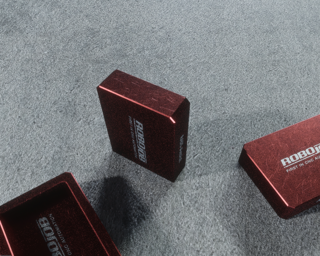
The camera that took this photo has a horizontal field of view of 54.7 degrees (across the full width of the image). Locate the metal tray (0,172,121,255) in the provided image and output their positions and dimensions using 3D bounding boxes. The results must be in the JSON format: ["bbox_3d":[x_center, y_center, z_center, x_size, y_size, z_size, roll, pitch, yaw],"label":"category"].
[{"bbox_3d":[-0.100,0.115,0.301,0.091,0.030,0.130,-28,56,-22],"label":"metal tray"}]

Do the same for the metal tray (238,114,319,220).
[{"bbox_3d":[0.173,0.040,0.367,0.131,0.030,0.090,-19,53,-16],"label":"metal tray"}]

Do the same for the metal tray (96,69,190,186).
[{"bbox_3d":[-0.016,0.005,0.347,0.090,0.129,0.030,25,56,20],"label":"metal tray"}]
